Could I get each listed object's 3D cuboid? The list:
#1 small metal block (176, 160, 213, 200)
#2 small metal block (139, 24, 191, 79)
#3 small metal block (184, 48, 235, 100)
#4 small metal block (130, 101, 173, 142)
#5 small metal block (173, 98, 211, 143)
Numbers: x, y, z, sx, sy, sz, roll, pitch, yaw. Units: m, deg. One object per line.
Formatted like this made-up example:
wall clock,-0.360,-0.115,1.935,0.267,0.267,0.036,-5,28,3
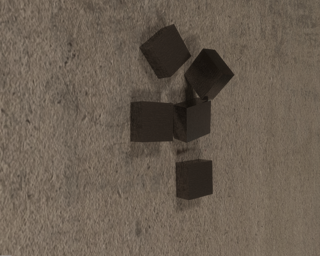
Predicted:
small metal block,0.050,0.073,0.449,0.050,0.025,0.050,-3,92,-40
small metal block,0.008,-0.102,0.413,0.050,0.025,0.050,-49,119,-29
small metal block,0.068,-0.075,0.434,0.025,0.050,0.050,-7,56,-40
small metal block,-0.010,-0.008,0.398,0.050,0.025,0.050,0,90,-40
small metal block,0.046,-0.012,0.438,0.050,0.025,0.050,-19,116,-39
